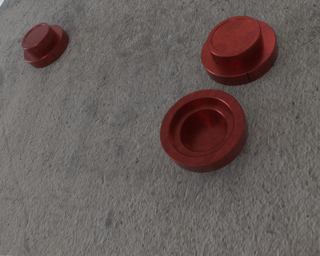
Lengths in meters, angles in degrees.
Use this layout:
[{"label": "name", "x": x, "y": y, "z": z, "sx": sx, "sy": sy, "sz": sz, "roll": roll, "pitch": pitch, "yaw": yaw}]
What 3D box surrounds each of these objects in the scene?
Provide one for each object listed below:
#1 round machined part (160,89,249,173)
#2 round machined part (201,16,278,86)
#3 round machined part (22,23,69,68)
[{"label": "round machined part", "x": 0.053, "y": 0.007, "z": 0.361, "sx": 0.098, "sy": 0.042, "sz": 0.098, "roll": -13, "pitch": 56, "yaw": 21}, {"label": "round machined part", "x": 0.100, "y": -0.107, "z": 0.406, "sx": 0.098, "sy": 0.042, "sz": 0.098, "roll": -13, "pitch": 56, "yaw": 21}, {"label": "round machined part", "x": -0.237, "y": -0.172, "z": 0.623, "sx": 0.098, "sy": 0.042, "sz": 0.098, "roll": -13, "pitch": 56, "yaw": 21}]
